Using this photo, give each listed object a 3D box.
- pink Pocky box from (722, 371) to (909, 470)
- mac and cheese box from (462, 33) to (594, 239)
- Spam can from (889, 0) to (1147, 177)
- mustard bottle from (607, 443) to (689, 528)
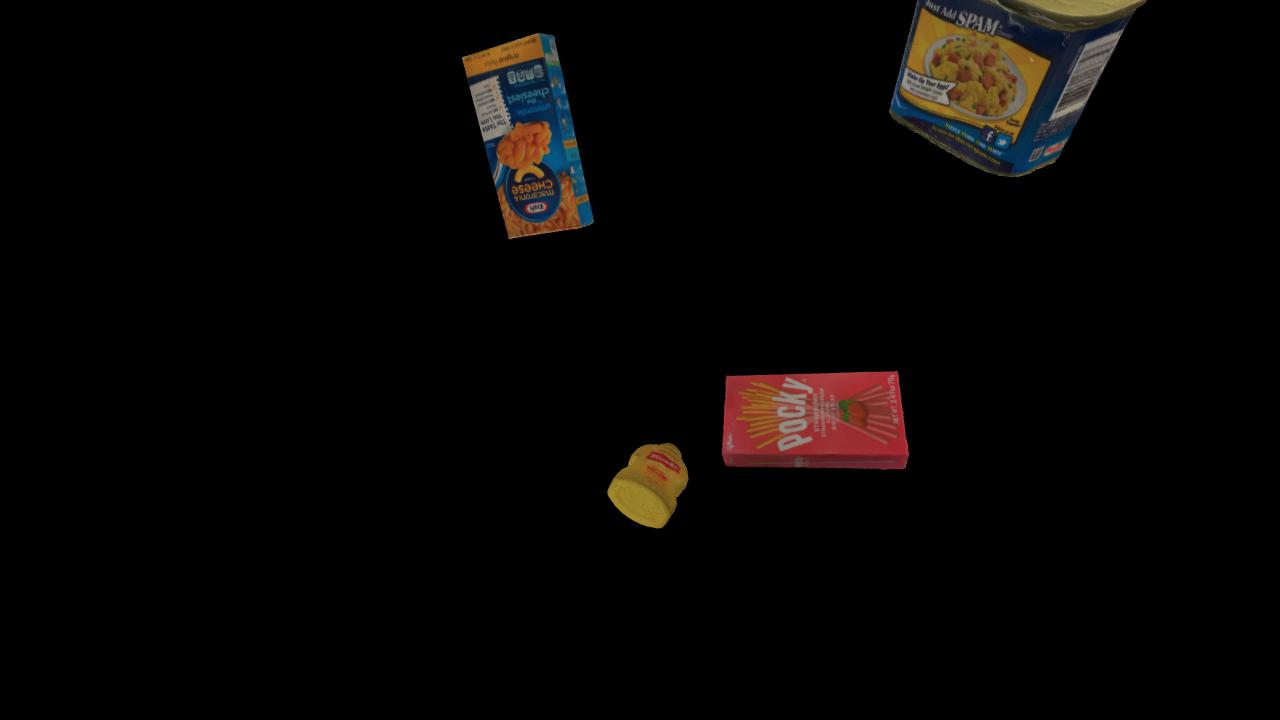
[{"bbox_3d":[0.152,0.053,0.549,0.155,0.084,0.029,-2,-34,16],"label":"pink Pocky box"},{"bbox_3d":[-0.113,-0.223,0.633,0.093,0.184,0.041,-4,20,22],"label":"mac and cheese box"},{"bbox_3d":[0.189,-0.159,0.327,0.058,0.101,0.085,-25,-37,-15],"label":"Spam can"},{"bbox_3d":[0.023,0.164,0.877,0.092,0.054,0.184,26,21,9],"label":"mustard bottle"}]
